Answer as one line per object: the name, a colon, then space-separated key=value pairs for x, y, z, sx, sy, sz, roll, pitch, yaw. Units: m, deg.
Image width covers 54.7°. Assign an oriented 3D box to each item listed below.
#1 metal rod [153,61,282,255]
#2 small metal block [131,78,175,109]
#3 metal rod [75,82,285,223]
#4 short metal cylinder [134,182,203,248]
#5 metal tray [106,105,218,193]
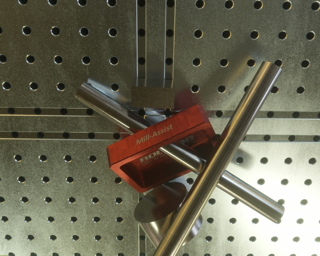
metal rod: x=0.061 y=0.057 z=0.374 sx=0.025 sy=0.025 sz=0.299 roll=29 pitch=92 yaw=-10
small metal block: x=-0.008 y=-0.044 z=0.384 sx=0.050 sy=0.050 sz=0.025 roll=3 pitch=110 yaw=-2
metal rod: x=0.026 y=0.032 z=0.398 sx=0.301 sy=0.025 sz=0.025 roll=32 pitch=107 yaw=-1
short metal cylinder: x=0.012 y=0.120 z=0.429 sx=0.080 sy=0.080 sz=0.050 roll=-26 pitch=108 yaw=9
metal tray: x=0.010 y=0.031 z=0.399 sx=0.130 sy=0.030 sz=0.090 roll=-25 pitch=140 yaw=8
